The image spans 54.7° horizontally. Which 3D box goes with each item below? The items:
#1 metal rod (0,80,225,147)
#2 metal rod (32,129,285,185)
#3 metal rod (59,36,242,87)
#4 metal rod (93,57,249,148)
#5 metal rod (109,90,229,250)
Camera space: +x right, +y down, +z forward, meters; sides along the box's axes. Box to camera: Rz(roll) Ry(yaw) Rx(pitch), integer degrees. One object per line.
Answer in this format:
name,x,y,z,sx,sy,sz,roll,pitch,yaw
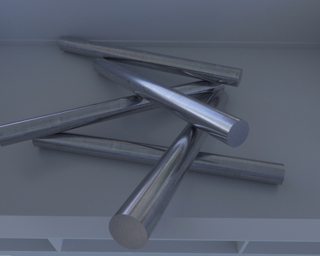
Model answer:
metal rod,-0.048,-0.028,0.407,0.302,0.025,0.025,-15,52,-21
metal rod,-0.007,0.033,0.377,0.302,0.025,0.025,8,51,6
metal rod,-0.027,-0.105,0.472,0.301,0.025,0.025,16,52,20
metal rod,-0.014,-0.047,0.375,0.025,0.025,0.300,-28,34,-22
metal rod,0.033,0.009,0.313,0.025,0.025,0.301,18,26,14
